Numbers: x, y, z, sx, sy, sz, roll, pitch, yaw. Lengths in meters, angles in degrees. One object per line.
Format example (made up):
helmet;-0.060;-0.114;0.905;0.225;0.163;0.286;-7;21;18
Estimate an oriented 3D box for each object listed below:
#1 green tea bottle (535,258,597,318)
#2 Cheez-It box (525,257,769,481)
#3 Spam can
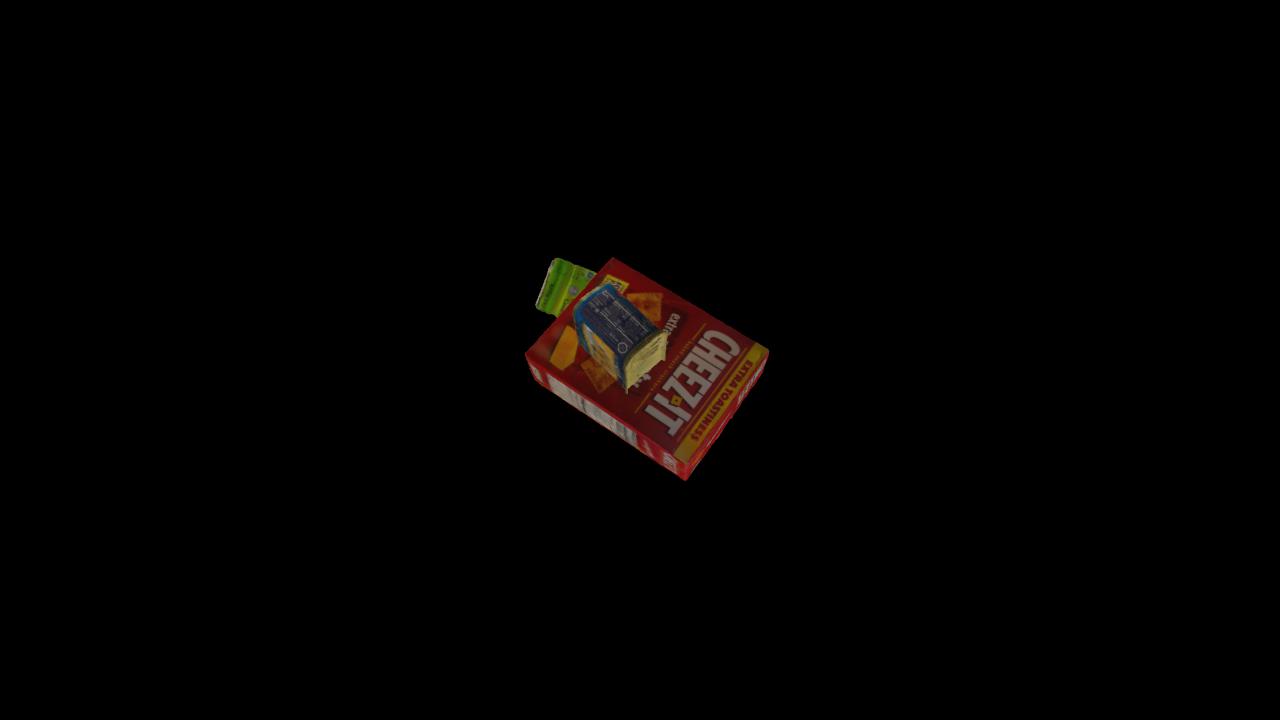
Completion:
green tea bottle;-0.021;-0.058;0.769;0.212;0.073;0.073;20;-3;-10
Cheez-It box;0.007;0.005;0.698;0.223;0.166;0.071;33;-21;17
Spam can;-0.022;-0.021;0.641;0.058;0.085;0.101;-41;-19;-17
